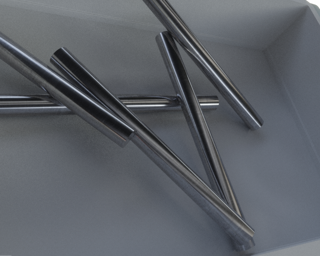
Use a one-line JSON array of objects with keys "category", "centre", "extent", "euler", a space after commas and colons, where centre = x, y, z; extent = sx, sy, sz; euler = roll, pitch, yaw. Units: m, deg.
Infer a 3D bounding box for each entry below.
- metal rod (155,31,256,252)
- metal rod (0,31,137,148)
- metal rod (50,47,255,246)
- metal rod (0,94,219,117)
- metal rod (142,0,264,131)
[{"category": "metal rod", "centre": [0.054, 0.007, 0.406], "extent": [0.025, 0.025, 0.299], "euler": [-11, 75, -33]}, {"category": "metal rod", "centre": [-0.155, -0.076, 0.344], "extent": [0.301, 0.025, 0.025], "euler": [36, 51, 5]}, {"category": "metal rod", "centre": [-0.010, 0.020, 0.355], "extent": [0.300, 0.025, 0.025], "euler": [44, 51, 1]}, {"category": "metal rod", "centre": [-0.049, -0.031, 0.397], "extent": [0.303, 0.025, 0.025], "euler": [-3, 64, -30]}, {"category": "metal rod", "centre": [0.055, -0.105, 0.439], "extent": [0.300, 0.025, 0.025], "euler": [45, 49, -21]}]
